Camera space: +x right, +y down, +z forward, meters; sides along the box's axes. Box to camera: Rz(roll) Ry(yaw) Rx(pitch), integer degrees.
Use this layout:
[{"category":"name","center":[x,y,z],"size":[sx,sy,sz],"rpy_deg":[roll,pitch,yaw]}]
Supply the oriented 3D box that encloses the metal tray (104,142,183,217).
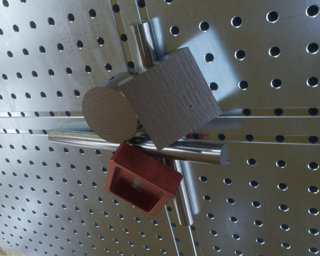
[{"category":"metal tray","center":[-0.029,0.078,0.438],"size":[0.090,0.030,0.129],"rpy_deg":[29,149,2]}]

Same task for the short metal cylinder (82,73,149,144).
[{"category":"short metal cylinder","center":[-0.054,-0.026,0.407],"size":[0.080,0.050,0.079],"rpy_deg":[13,124,21]}]

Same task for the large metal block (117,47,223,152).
[{"category":"large metal block","center":[0.009,-0.033,0.344],"size":[0.080,0.050,0.080],"rpy_deg":[-31,105,-3]}]

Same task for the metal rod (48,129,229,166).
[{"category":"metal rod","center":[-0.052,0.022,0.431],"size":[0.300,0.025,0.025],"rpy_deg":[4,121,34]}]

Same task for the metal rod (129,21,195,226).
[{"category":"metal rod","center":[0.009,0.012,0.414],"size":[0.025,0.025,0.298],"rpy_deg":[1,119,28]}]
